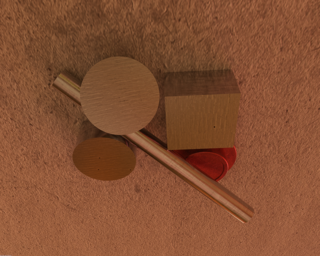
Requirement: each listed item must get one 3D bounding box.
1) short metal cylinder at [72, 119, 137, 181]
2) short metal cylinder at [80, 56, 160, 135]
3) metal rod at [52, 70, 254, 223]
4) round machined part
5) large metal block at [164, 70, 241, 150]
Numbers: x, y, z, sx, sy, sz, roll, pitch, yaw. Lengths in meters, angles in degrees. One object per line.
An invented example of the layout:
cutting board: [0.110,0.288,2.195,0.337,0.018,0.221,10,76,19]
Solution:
short metal cylinder: [-0.071,0.025,0.414,0.081,0.050,0.079,0,130,0]
short metal cylinder: [-0.045,-0.034,0.338,0.081,0.050,0.079,-1,92,-14]
metal rod: [0.000,0.030,0.390,0.301,0.025,0.025,37,122,-12]
round machined part: [0.058,0.044,0.434,0.099,0.042,0.097,0,130,0]
large metal block: [0.047,-0.021,0.372,0.080,0.050,0.079,-3,130,2]
